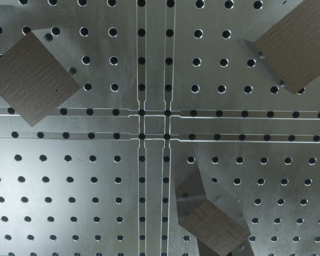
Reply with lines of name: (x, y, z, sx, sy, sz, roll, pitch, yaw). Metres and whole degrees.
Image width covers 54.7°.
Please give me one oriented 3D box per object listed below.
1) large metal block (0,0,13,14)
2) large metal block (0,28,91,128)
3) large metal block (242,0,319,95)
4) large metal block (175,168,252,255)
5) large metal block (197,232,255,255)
large metal block: (-0.231, -0.151, 0.341, 0.080, 0.050, 0.080, -29, 108, 10)
large metal block: (-0.146, -0.061, 0.375, 0.080, 0.050, 0.080, -36, 107, 12)
large metal block: (0.160, -0.100, 0.366, 0.080, 0.050, 0.080, -40, 106, 13)
large metal block: (0.069, 0.114, 0.427, 0.080, 0.080, 0.050, 40, 105, -14)
large metal block: (0.104, 0.198, 0.459, 0.050, 0.080, 0.080, -41, 106, 13)
